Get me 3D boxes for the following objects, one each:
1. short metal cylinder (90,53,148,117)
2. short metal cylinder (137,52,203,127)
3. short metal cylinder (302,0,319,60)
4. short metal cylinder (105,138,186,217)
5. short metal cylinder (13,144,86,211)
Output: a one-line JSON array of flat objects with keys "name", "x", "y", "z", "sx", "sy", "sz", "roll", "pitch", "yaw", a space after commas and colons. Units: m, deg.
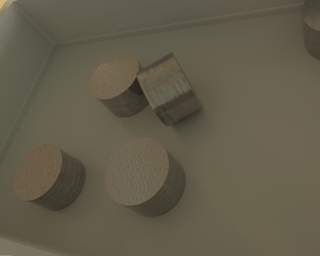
[{"name": "short metal cylinder", "x": -0.055, "y": -0.062, "z": 0.457, "sx": 0.080, "sy": 0.050, "sz": 0.080, "roll": -13, "pitch": 56, "yaw": 21}, {"name": "short metal cylinder", "x": 0.013, "y": -0.048, "z": 0.393, "sx": 0.050, "sy": 0.080, "sz": 0.080, "roll": -29, "pitch": 52, "yaw": 10}, {"name": "short metal cylinder", "x": 0.208, "y": -0.122, "z": 0.355, "sx": 0.080, "sy": 0.050, "sz": 0.080, "roll": -13, "pitch": 56, "yaw": 21}, {"name": "short metal cylinder", "x": -0.017, "y": 0.058, "z": 0.363, "sx": 0.080, "sy": 0.050, "sz": 0.080, "roll": -13, "pitch": 56, "yaw": 21}, {"name": "short metal cylinder", "x": -0.151, "y": 0.068, "z": 0.427, "sx": 0.080, "sy": 0.050, "sz": 0.080, "roll": -13, "pitch": 56, "yaw": 21}]
